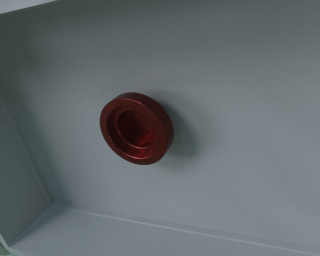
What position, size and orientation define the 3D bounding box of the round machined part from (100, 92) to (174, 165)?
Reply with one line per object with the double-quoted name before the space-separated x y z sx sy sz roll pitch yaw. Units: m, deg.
"round machined part" -0.027 -0.003 0.411 0.098 0.042 0.097 13 124 21
